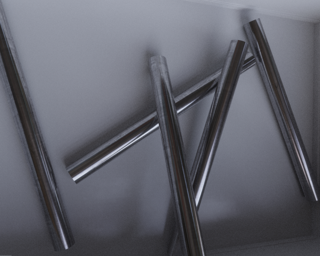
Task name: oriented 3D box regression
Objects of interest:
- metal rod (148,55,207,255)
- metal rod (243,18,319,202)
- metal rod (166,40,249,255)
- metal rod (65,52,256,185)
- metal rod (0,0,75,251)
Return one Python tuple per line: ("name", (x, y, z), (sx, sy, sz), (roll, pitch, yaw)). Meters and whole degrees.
("metal rod", (0.020, 0.047, 0.356), (0.025, 0.025, 0.299), (-1, 66, -20))
("metal rod", (0.194, -0.023, 0.484), (0.025, 0.025, 0.299), (-26, 99, -18))
("metal rod", (0.064, 0.028, 0.419), (0.025, 0.025, 0.298), (17, 90, -20))
("metal rod", (0.013, -0.023, 0.416), (0.302, 0.025, 0.025), (-34, 101, -17))
("metal rod", (-0.152, -0.003, 0.354), (0.025, 0.025, 0.298), (-17, 96, -20))
